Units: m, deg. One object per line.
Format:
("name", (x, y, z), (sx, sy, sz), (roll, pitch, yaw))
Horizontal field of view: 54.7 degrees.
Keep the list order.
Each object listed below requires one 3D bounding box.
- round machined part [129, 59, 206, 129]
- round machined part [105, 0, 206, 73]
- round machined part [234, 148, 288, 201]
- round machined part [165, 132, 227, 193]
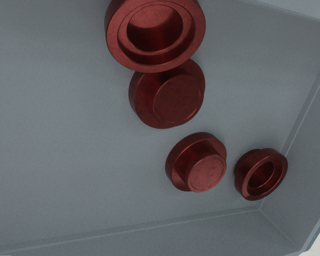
("round machined part", (0.015, -0.041, 0.382), (0.099, 0.042, 0.097), (-14, 125, -21))
("round machined part", (-0.007, -0.106, 0.314), (0.099, 0.042, 0.097), (-9, 145, -6))
("round machined part", (0.170, 0.076, 0.540), (0.099, 0.042, 0.097), (-14, 125, -21))
("round machined part", (0.061, 0.058, 0.469), (0.099, 0.042, 0.097), (-14, 125, -21))
